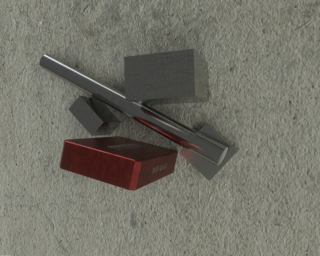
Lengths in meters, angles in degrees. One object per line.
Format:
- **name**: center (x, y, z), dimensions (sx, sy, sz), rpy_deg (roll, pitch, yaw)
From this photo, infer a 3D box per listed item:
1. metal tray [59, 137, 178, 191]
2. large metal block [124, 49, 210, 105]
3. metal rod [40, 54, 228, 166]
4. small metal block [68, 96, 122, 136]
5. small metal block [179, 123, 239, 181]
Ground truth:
- **metal tray**: center (-0.041, 0.036, 0.368), dimensions (0.090, 0.130, 0.030), rpy_deg (13, 95, 19)
- **large metal block**: center (0.012, -0.057, 0.375), dimensions (0.080, 0.080, 0.050), rpy_deg (-2, 90, 19)
- **metal rod**: center (-0.050, -0.034, 0.412), dimensions (0.300, 0.025, 0.025), rpy_deg (29, 99, 22)
- **small metal block**: center (-0.088, -0.016, 0.426), dimensions (0.050, 0.050, 0.025), rpy_deg (46, 104, 14)
- **small metal block**: center (0.062, 0.029, 0.388), dimensions (0.050, 0.025, 0.050), rpy_deg (43, 103, 14)
